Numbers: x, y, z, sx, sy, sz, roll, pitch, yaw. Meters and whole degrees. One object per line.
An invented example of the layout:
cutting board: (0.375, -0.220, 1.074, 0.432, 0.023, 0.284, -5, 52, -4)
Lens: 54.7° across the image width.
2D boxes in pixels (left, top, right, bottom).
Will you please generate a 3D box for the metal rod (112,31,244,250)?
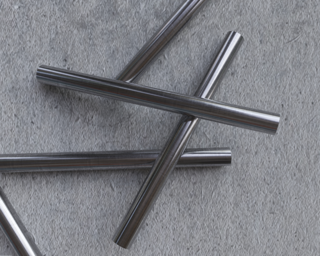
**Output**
metal rod: (0.027, 0.008, 0.389, 0.025, 0.025, 0.299, 30, 81, 0)

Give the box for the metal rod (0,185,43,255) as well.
metal rod: (-0.205, 0.113, 0.408, 0.025, 0.025, 0.299, -31, 90, 0)

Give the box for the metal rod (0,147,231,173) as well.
metal rod: (-0.059, 0.042, 0.409, 0.302, 0.025, 0.025, -2, 90, 0)

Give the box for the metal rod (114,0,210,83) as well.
metal rod: (0.049, -0.169, 0.409, 0.025, 0.025, 0.300, 42, 90, 0)

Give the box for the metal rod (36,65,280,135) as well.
metal rod: (-0.012, -0.038, 0.379, 0.301, 0.025, 0.025, 13, 90, 12)
